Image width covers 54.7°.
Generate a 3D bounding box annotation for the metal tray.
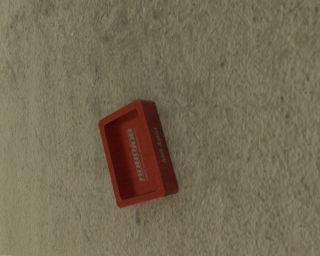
[{"bbox_3d":[-0.033,0.036,0.426,0.090,0.030,0.129,-25,75,37],"label":"metal tray"}]
